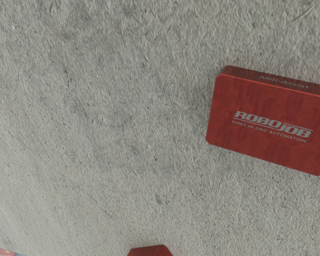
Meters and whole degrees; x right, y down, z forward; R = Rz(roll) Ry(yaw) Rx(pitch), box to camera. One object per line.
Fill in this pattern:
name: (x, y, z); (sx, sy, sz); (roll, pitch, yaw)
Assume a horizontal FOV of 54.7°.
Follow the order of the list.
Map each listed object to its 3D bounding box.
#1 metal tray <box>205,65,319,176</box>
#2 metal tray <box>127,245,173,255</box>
metal tray: (0.121, -0.009, 0.334); (0.130, 0.030, 0.089); (17, 125, 18)
metal tray: (0.004, 0.278, 0.573); (0.090, 0.030, 0.130); (-24, 106, 36)
